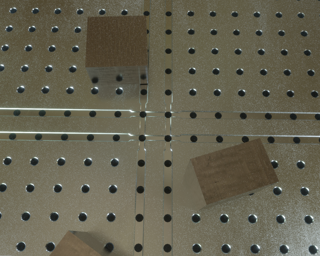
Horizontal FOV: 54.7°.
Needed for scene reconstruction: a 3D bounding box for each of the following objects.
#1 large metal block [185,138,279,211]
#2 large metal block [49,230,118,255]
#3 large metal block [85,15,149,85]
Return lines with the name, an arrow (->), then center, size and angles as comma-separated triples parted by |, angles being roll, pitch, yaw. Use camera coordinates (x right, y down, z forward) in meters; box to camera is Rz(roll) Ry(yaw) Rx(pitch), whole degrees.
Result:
large metal block -> 0.078, 0.058, 0.362 | 0.081, 0.080, 0.050 | -16, 71, -6
large metal block -> -0.071, 0.154, 0.325 | 0.080, 0.080, 0.050 | 33, 73, 11
large metal block -> -0.058, -0.109, 0.437 | 0.081, 0.050, 0.080 | -2, 70, -1
